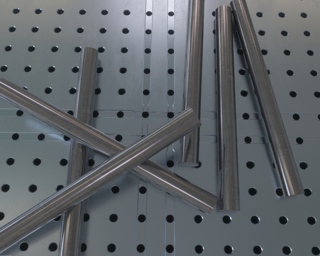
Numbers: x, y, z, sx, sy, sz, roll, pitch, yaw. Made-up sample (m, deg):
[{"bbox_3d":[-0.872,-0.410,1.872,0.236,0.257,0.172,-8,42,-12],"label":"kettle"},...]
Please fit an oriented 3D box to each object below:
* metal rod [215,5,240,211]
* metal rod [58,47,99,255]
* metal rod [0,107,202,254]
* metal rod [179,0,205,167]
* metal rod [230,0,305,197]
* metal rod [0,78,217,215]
[{"bbox_3d":[0.091,-0.040,0.426,0.025,0.025,0.299,2,70,1],"label":"metal rod"},{"bbox_3d":[-0.103,0.030,0.400,0.025,0.025,0.299,0,70,0],"label":"metal rod"},{"bbox_3d":[-0.086,0.067,0.354,0.301,0.025,0.025,-33,73,-1],"label":"metal rod"},{"bbox_3d":[0.048,-0.094,0.446,0.025,0.025,0.299,4,70,1],"label":"metal rod"},{"bbox_3d":[0.143,-0.056,0.432,0.025,0.025,0.299,-8,70,-3],"label":"metal rod"},{"bbox_3d":[-0.068,0.022,0.381,0.301,0.025,0.025,29,73,1],"label":"metal rod"}]
